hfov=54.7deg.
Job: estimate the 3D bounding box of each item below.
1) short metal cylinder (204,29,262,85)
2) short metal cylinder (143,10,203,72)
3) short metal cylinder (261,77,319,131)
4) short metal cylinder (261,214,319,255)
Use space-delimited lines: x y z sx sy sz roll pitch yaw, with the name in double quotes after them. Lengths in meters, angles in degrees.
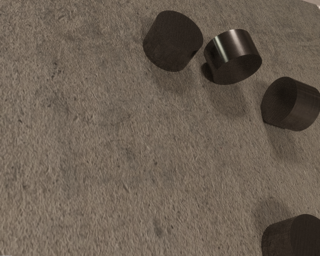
0.117 -0.113 0.503 0.081 0.080 0.050 -2 63 -30 "short metal cylinder"
0.020 -0.135 0.483 0.081 0.050 0.080 14 56 -21 "short metal cylinder"
0.214 -0.039 0.511 0.050 0.080 0.080 16 55 -20 "short metal cylinder"
0.177 0.155 0.391 0.081 0.050 0.080 14 56 -21 "short metal cylinder"
